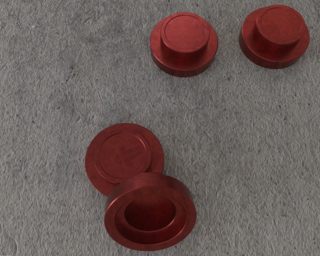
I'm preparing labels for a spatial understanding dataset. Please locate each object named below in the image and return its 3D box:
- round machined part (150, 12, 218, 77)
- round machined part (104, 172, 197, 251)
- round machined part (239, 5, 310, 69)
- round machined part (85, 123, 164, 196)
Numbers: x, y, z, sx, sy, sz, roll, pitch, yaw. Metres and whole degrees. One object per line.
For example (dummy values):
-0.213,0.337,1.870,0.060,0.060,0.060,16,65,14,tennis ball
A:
0.035,-0.126,0.445,0.099,0.042,0.098,0,70,0,round machined part
-0.011,0.089,0.347,0.099,0.097,0.042,-6,31,-2,round machined part
0.169,-0.139,0.451,0.099,0.042,0.098,0,70,0,round machined part
-0.044,0.039,0.384,0.099,0.042,0.098,0,70,0,round machined part
